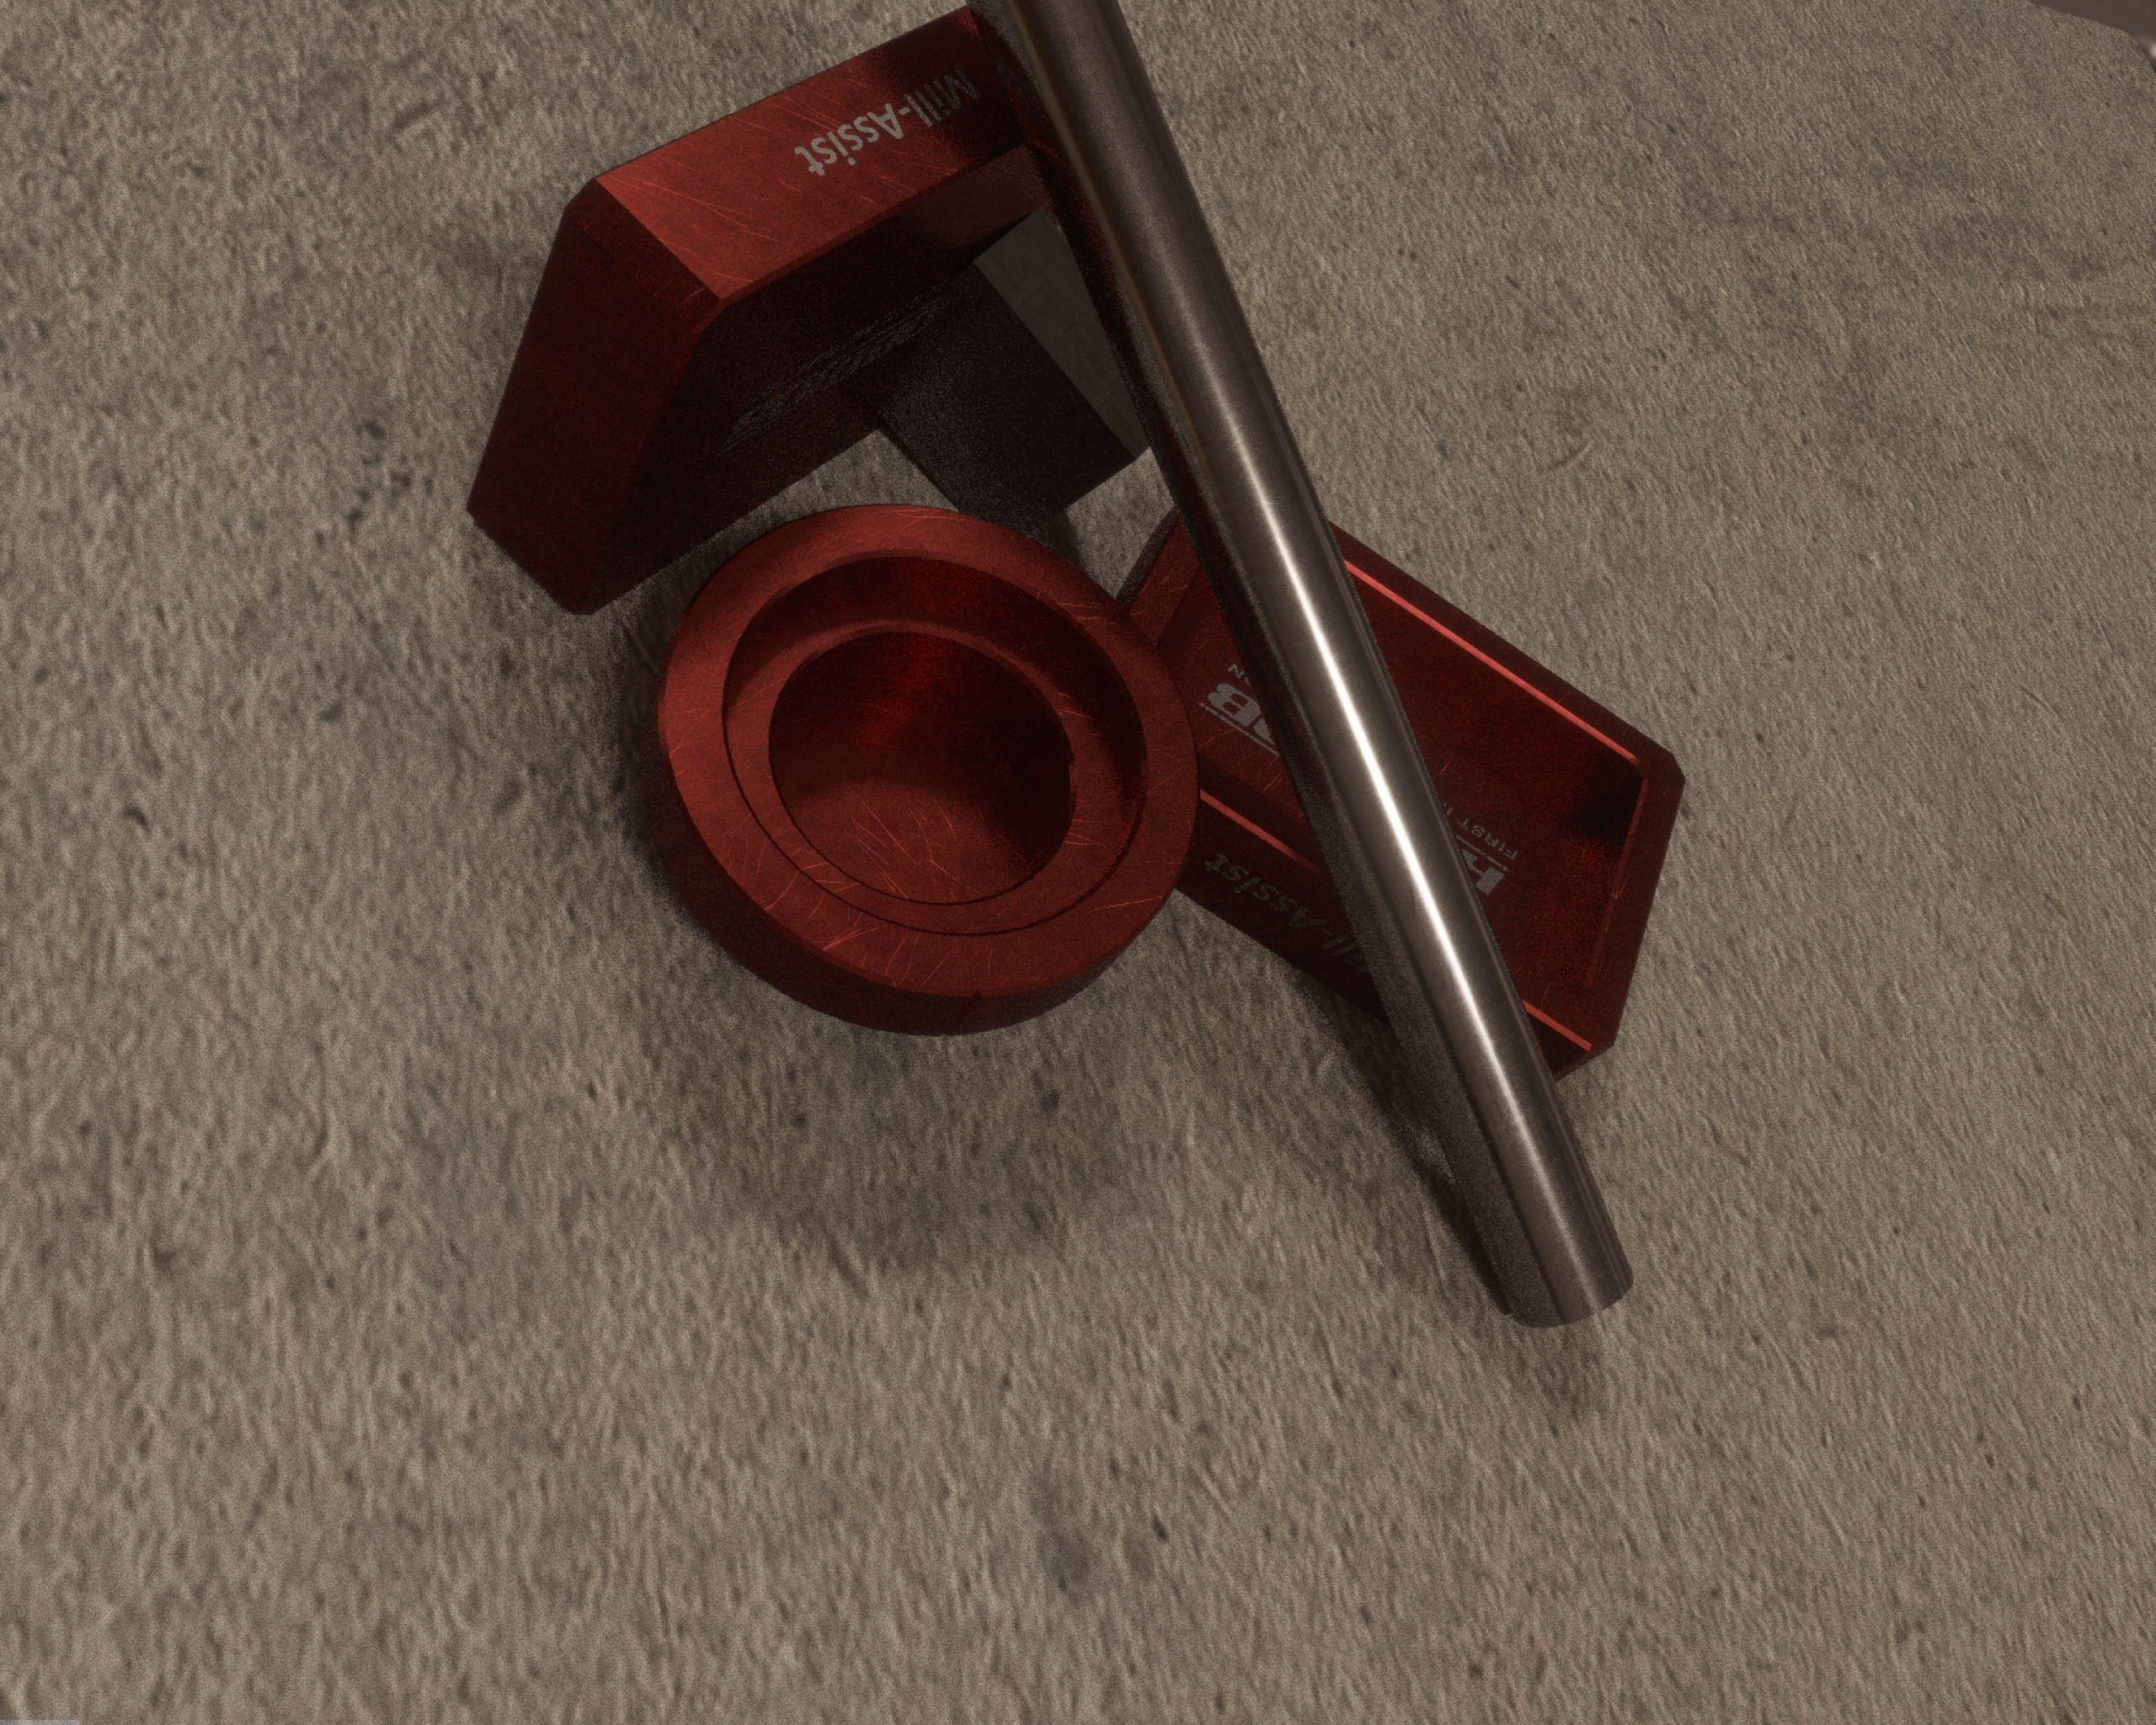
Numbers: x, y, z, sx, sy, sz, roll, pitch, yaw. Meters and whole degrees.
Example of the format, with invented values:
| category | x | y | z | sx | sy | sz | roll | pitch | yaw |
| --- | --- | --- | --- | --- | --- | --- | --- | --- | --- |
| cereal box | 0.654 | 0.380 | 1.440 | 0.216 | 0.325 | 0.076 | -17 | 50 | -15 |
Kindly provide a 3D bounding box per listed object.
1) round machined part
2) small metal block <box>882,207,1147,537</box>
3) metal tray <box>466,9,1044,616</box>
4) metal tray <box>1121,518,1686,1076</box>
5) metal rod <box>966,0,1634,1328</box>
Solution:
| category | x | y | z | sx | sy | sz | roll | pitch | yaw |
| --- | --- | --- | --- | --- | --- | --- | --- | --- | --- |
| round machined part | -0.031 | -0.013 | 0.382 | 0.099 | 0.042 | 0.098 | 9 | 62 | -18 |
| small metal block | -0.012 | -0.100 | 0.439 | 0.050 | 0.050 | 0.025 | 49 | 52 | -13 |
| metal tray | -0.052 | -0.110 | 0.403 | 0.030 | 0.090 | 0.131 | 45 | 51 | 2 |
| metal tray | 0.063 | -0.019 | 0.449 | 0.130 | 0.030 | 0.090 | 33 | 51 | -7 |
| metal rod | 0.039 | -0.051 | 0.390 | 0.025 | 0.025 | 0.299 | -30 | 100 | -38 |
